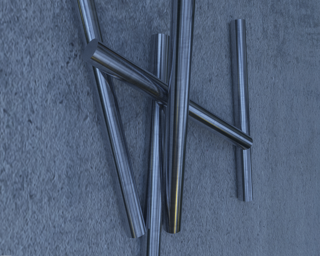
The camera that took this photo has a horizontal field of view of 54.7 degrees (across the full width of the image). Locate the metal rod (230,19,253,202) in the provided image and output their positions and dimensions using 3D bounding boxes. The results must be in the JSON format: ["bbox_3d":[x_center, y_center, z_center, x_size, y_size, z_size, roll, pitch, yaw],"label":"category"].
[{"bbox_3d":[0.137,-0.027,0.518,0.025,0.025,0.298,-6,94,-40],"label":"metal rod"}]

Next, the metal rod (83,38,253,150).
[{"bbox_3d":[0.035,-0.027,0.401,0.301,0.025,0.025,26,74,-40],"label":"metal rod"}]

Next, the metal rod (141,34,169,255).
[{"bbox_3d":[-0.006,0.030,0.399,0.025,0.025,0.298,4,87,-40],"label":"metal rod"}]

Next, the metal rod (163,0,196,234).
[{"bbox_3d":[0.020,-0.004,0.366,0.025,0.025,0.298,-17,118,-39],"label":"metal rod"}]

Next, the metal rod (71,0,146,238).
[{"bbox_3d":[-0.058,-0.016,0.355,0.025,0.025,0.298,-19,102,-38],"label":"metal rod"}]
